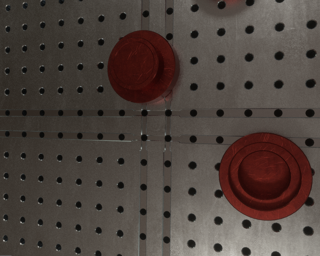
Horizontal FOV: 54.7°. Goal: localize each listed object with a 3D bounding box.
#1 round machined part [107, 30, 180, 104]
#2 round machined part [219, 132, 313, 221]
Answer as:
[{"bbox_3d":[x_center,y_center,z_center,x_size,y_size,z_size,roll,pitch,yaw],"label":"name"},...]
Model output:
[{"bbox_3d":[-0.027,-0.082,0.412,0.098,0.042,0.097,0,90,19],"label":"round machined part"},{"bbox_3d":[0.121,0.053,0.361,0.098,0.042,0.097,0,90,19],"label":"round machined part"}]
